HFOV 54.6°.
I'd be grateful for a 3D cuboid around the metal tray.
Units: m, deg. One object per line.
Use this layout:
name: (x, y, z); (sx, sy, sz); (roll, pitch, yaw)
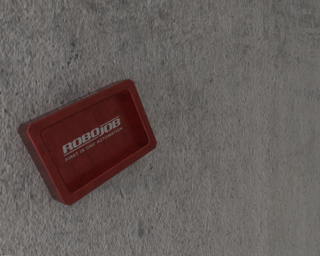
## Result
metal tray: (-0.071, 0.011, 0.340); (0.131, 0.030, 0.090); (-32, 110, -35)
